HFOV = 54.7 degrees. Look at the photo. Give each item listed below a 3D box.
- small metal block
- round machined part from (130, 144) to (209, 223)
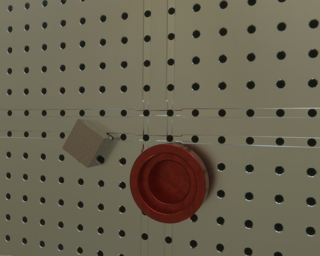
[{"bbox_3d":[-0.105,0.022,0.450,0.050,0.025,0.050,34,101,16],"label":"small metal block"},{"bbox_3d":[0.015,0.068,0.398,0.098,0.042,0.097,0,90,20],"label":"round machined part"}]
